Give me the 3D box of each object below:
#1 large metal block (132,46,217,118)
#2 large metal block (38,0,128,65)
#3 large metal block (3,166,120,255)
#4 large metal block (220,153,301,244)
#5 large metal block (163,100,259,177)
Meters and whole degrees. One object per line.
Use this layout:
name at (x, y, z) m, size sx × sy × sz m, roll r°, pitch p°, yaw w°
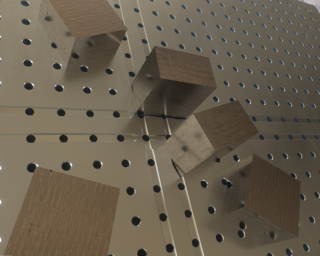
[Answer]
large metal block at (0.016, -0.058, 0.419) m, size 0.081 × 0.080 × 0.050 m, roll 5°, pitch 60°, yaw -26°
large metal block at (-0.106, -0.141, 0.422) m, size 0.081 × 0.050 × 0.080 m, roll -26°, pitch 76°, yaw -37°
large metal block at (-0.090, 0.091, 0.289) m, size 0.081 × 0.050 × 0.080 m, roll 19°, pitch 54°, yaw -17°
large metal block at (0.134, 0.094, 0.409) m, size 0.080 × 0.050 × 0.080 m, roll 31°, pitch 52°, yaw -9°
large metal block at (0.064, 0.013, 0.401) m, size 0.081 × 0.080 × 0.050 m, roll -18°, pitch 72°, yaw -35°
